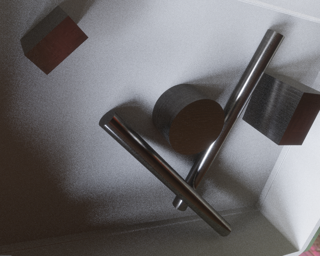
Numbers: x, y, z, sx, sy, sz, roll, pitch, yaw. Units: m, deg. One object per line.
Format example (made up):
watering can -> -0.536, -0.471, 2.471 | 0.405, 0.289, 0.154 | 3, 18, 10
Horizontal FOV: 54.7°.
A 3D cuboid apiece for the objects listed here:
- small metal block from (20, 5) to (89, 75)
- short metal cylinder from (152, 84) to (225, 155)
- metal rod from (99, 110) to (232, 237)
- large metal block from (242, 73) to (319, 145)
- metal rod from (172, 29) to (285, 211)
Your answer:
small metal block -> -0.100, -0.083, 0.288 | 0.050, 0.050, 0.025 | -42, 130, 0
short metal cylinder -> 0.037, -0.012, 0.407 | 0.081, 0.050, 0.079 | -14, 125, -21
metal rod -> 0.024, 0.081, 0.448 | 0.025, 0.025, 0.300 | -43, 122, 1
large metal block -> 0.179, -0.029, 0.455 | 0.050, 0.080, 0.079 | 2, 118, -30
metal rod -> 0.094, 0.000, 0.462 | 0.025, 0.025, 0.298 | 14, 111, -34
